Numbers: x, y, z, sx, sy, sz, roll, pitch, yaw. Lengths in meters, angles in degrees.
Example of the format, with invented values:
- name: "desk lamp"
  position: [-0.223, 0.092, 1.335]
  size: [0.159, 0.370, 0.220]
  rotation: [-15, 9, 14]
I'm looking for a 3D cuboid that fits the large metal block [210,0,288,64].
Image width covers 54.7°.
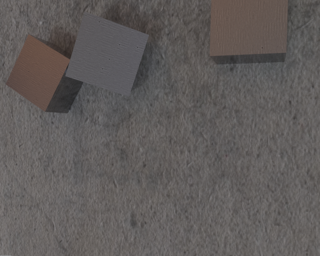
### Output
- name: "large metal block"
  position: [0.104, -0.120, 0.359]
  size: [0.080, 0.050, 0.079]
  rotation: [2, 91, 19]

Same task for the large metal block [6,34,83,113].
- name: "large metal block"
  position: [-0.162, -0.077, 0.451]
  size: [0.080, 0.050, 0.080]
  rotation: [32, 100, 17]

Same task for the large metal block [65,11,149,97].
- name: "large metal block"
  position: [-0.067, -0.093, 0.401]
  size: [0.081, 0.050, 0.080]
  rotation: [17, 97, -11]
